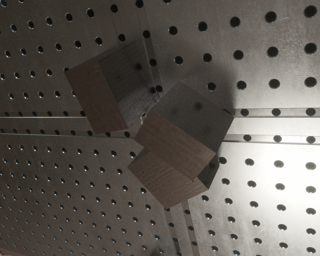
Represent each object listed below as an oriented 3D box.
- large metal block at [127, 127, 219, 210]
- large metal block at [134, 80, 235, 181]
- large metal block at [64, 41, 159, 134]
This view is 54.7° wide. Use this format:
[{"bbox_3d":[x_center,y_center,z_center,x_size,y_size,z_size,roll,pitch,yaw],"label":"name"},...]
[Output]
[{"bbox_3d":[0.018,0.052,0.417,0.080,0.050,0.080,48,128,-7],"label":"large metal block"},{"bbox_3d":[0.030,0.000,0.359,0.080,0.080,0.050,35,129,5],"label":"large metal block"},{"bbox_3d":[-0.054,-0.049,0.372,0.050,0.080,0.080,-10,114,32],"label":"large metal block"}]
